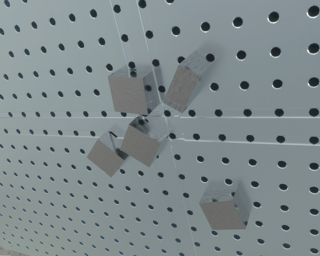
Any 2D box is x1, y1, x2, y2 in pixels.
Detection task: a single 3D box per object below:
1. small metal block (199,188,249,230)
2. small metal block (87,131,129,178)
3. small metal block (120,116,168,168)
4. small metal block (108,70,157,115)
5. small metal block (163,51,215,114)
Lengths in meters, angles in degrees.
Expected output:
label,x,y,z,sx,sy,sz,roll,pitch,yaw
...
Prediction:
label,x,y,z,sx,sy,sz,roll,pitch,yaw
small metal block,0.090,0.115,0.435,0.050,0.025,0.050,-15,111,34
small metal block,-0.078,0.041,0.478,0.050,0.025,0.050,39,129,1
small metal block,-0.023,0.020,0.436,0.050,0.025,0.050,31,128,8
small metal block,-0.035,-0.047,0.402,0.050,0.025,0.050,7,122,24
small metal block,0.032,-0.052,0.346,0.025,0.050,0.050,30,128,9
